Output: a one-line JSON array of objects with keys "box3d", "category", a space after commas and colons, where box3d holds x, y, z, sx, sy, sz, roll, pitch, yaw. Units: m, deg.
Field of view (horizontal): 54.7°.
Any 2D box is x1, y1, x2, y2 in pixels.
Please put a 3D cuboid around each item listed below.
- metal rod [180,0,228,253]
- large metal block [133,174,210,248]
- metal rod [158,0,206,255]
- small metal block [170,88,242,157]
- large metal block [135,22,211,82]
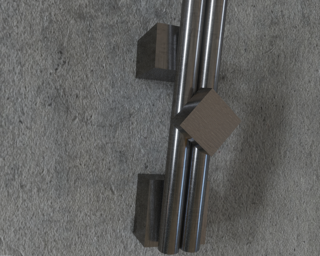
[{"box3d": [0.048, -0.007, 0.351, 0.025, 0.025, 0.298, 3, 96, -20], "category": "metal rod"}, {"box3d": [0.014, 0.104, 0.402, 0.081, 0.050, 0.080, 5, 88, -20], "category": "large metal block"}, {"box3d": [0.024, -0.008, 0.342, 0.025, 0.025, 0.298, 3, 96, -20], "category": "metal rod"}, {"box3d": [0.048, -0.007, 0.324, 0.050, 0.025, 0.050, 44, 82, -21], "category": "small metal block"}, {"box3d": [0.020, -0.089, 0.389, 0.081, 0.080, 0.050, 3, 89, -20], "category": "large metal block"}]
